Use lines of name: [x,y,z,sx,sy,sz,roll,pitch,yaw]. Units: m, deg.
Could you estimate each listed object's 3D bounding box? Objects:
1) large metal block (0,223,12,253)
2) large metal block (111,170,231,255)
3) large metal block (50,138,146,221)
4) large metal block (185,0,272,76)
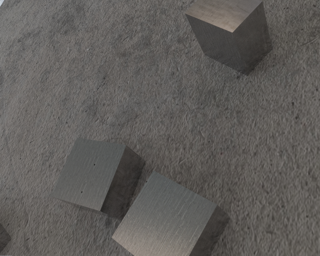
large metal block: [-0.270,0.160,0.431,0.080,0.050,0.080,28,77,37]
large metal block: [0.012,0.102,0.319,0.080,0.050,0.080,23,74,36]
large metal block: [-0.076,0.063,0.389,0.080,0.050,0.080,6,65,31]
large metal block: [0.089,-0.124,0.398,0.050,0.080,0.080,-47,51,-4]
